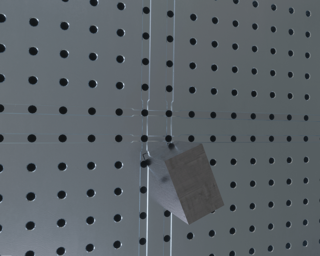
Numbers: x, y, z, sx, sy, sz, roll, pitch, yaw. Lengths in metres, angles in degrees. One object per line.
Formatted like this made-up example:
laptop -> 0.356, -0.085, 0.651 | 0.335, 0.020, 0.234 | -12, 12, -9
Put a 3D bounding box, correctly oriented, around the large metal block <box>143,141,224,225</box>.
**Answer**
large metal block -> 0.027, 0.064, 0.393 | 0.050, 0.080, 0.080 | -23, 98, -18
